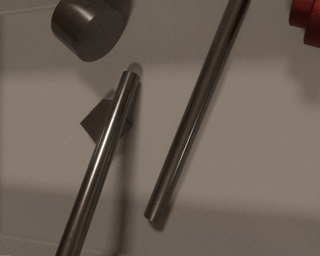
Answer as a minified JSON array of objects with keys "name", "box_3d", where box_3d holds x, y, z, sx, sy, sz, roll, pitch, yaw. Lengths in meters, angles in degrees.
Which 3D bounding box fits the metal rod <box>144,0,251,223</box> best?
[{"name":"metal rod","box_3d":[0.044,-0.019,0.394,0.025,0.025,0.298,24,98,18]}]

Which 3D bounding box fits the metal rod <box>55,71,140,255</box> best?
[{"name":"metal rod","box_3d":[-0.078,0.062,0.370,0.025,0.025,0.299,8,67,19]}]

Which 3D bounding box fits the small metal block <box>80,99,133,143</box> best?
[{"name":"small metal block","box_3d":[-0.075,-0.005,0.436,0.050,0.025,0.050,-44,77,14]}]

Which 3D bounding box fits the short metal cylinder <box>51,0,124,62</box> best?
[{"name":"short metal cylinder","box_3d":[-0.095,-0.136,0.414,0.050,0.080,0.080,42,103,15]}]

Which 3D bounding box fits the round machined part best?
[{"name":"round machined part","box_3d":[0.165,-0.134,0.314,0.042,0.098,0.097,24,98,24]}]
